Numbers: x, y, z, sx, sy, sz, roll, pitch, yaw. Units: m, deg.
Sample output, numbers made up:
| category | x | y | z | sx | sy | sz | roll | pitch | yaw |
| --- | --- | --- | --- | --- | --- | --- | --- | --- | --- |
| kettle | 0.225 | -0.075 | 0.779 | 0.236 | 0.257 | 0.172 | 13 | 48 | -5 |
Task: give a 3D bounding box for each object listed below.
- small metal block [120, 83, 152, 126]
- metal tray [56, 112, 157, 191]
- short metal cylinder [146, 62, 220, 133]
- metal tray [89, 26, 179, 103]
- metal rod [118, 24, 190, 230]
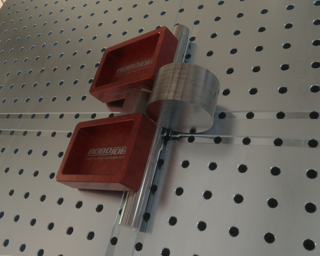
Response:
| category | x | y | z | sx | sy | sz | roll | pitch | yaw |
| --- | --- | --- | --- | --- | --- | --- | --- | --- | --- |
| small metal block | -0.031 | -0.026 | 0.422 | 0.050 | 0.025 | 0.050 | -23 | 45 | 54 |
| metal tray | -0.072 | 0.032 | 0.401 | 0.130 | 0.030 | 0.090 | -7 | 58 | 39 |
| short metal cylinder | 0.028 | -0.034 | 0.375 | 0.080 | 0.080 | 0.050 | 0 | 62 | 28 |
| metal tray | -0.041 | -0.091 | 0.460 | 0.130 | 0.030 | 0.090 | -7 | 58 | 39 |
| metal rod | -0.001 | -0.019 | 0.415 | 0.025 | 0.025 | 0.300 | 0 | 62 | 28 |
